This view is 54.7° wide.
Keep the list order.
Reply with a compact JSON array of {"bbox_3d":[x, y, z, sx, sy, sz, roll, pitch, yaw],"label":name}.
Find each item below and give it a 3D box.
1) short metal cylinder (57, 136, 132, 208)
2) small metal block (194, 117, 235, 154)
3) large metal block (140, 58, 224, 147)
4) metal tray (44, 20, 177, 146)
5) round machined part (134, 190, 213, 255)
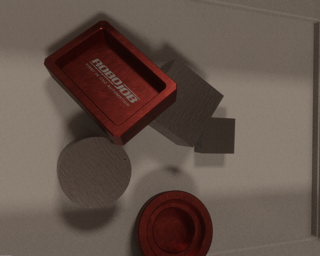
[{"bbox_3d":[-0.080,0.049,0.369,0.081,0.050,0.079,0,90,-21],"label":"short metal cylinder"},{"bbox_3d":[0.078,0.011,0.441,0.050,0.025,0.050,2,89,-21],"label":"small metal block"},{"bbox_3d":[0.022,-0.031,0.407,0.080,0.050,0.080,35,78,-17],"label":"large metal block"},{"bbox_3d":[-0.056,-0.055,0.355,0.090,0.030,0.130,-41,73,-16],"label":"metal tray"},{"bbox_3d":[0.015,0.131,0.401,0.099,0.042,0.098,4,75,-17],"label":"round machined part"}]
